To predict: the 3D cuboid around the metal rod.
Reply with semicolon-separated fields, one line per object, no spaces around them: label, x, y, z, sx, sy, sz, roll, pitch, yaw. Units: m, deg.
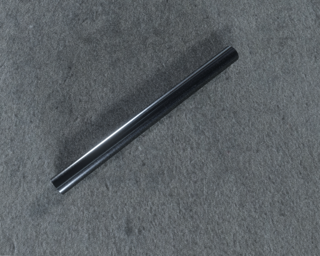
metal rod;-0.011;-0.018;0.414;0.301;0.025;0.025;-38;75;-13
